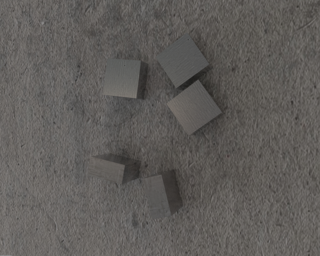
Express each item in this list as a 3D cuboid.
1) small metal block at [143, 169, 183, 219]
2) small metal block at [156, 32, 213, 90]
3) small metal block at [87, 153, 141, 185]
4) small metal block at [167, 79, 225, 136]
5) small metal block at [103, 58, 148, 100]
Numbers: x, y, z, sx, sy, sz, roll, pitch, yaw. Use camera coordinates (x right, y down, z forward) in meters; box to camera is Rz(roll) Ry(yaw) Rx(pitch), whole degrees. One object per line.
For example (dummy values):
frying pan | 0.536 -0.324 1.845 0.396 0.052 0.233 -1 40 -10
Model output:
small metal block | 0.005 0.083 0.394 0.025 0.050 0.050 -15 85 19
small metal block | 0.031 -0.084 0.398 0.050 0.025 0.050 -35 79 16
small metal block | -0.060 0.054 0.417 0.050 0.050 0.025 11 94 19
small metal block | 0.046 -0.025 0.393 0.050 0.025 0.050 -37 79 16
small metal block | -0.047 -0.067 0.426 0.050 0.025 0.050 8 93 19
